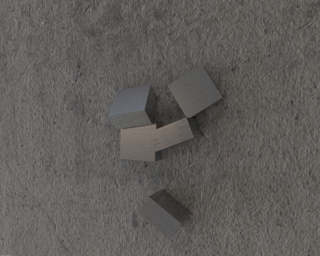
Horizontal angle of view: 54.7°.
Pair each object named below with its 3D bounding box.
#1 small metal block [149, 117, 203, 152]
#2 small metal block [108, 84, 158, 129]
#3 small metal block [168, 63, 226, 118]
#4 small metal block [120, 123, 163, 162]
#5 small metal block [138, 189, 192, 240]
[{"bbox_3d":[0.021,0.008,0.388,0.050,0.050,0.025,-22,83,18],"label":"small metal block"},{"bbox_3d":[-0.034,-0.028,0.407,0.050,0.025,0.050,-9,45,19],"label":"small metal block"},{"bbox_3d":[0.046,-0.045,0.392,0.050,0.025,0.050,-33,80,17],"label":"small metal block"},{"bbox_3d":[-0.025,0.017,0.418,0.050,0.025,0.050,3,91,20],"label":"small metal block"},{"bbox_3d":[0.008,0.107,0.393,0.050,0.050,0.025,37,102,16],"label":"small metal block"}]
